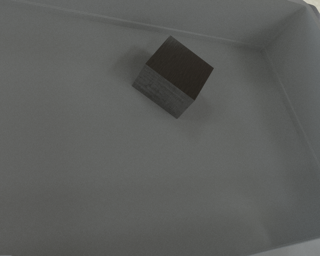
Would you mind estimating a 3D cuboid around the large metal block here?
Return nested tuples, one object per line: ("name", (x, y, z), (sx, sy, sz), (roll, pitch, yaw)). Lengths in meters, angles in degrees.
("large metal block", (0.020, -0.074, 0.447), (0.080, 0.050, 0.080), (36, 51, -5))
